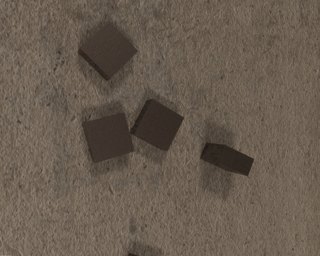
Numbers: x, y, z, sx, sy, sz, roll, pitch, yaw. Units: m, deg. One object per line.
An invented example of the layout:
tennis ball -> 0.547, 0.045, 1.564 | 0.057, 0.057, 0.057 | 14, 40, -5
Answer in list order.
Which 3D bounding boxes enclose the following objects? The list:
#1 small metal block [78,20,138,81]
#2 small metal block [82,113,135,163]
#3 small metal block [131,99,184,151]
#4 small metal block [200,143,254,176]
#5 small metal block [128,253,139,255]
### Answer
small metal block -> -0.065, -0.095, 0.386 | 0.050, 0.025, 0.050 | 45, 76, -15
small metal block -> -0.065, 0.011, 0.386 | 0.050, 0.025, 0.050 | -16, 96, -20
small metal block -> -0.004, -0.004, 0.409 | 0.050, 0.025, 0.050 | 30, 80, -18
small metal block -> 0.092, 0.043, 0.431 | 0.050, 0.050, 0.025 | 25, 82, -19
small metal block -> -0.024, 0.198, 0.401 | 0.050, 0.025, 0.050 | 25, 82, -19
